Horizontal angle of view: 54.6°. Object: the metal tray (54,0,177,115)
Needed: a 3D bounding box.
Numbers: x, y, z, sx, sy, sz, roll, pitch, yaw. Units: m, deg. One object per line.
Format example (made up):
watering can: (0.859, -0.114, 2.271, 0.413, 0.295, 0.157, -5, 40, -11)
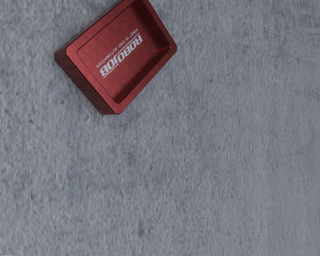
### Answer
metal tray: (-0.044, -0.089, 0.362, 0.130, 0.030, 0.090, -52, 120, -27)
